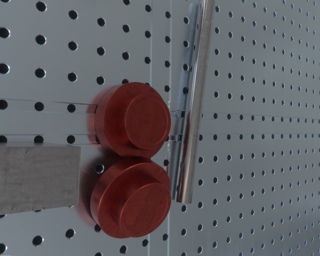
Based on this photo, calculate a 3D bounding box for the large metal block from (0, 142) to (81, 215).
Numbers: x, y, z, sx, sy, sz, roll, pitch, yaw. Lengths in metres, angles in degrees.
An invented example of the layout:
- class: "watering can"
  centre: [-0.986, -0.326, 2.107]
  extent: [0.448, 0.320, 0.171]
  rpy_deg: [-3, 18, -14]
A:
- class: "large metal block"
  centre: [-0.125, 0.039, 0.269]
  extent: [0.081, 0.080, 0.050]
  rpy_deg: [3, 88, -40]

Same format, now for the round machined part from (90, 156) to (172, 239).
- class: "round machined part"
  centre: [-0.026, 0.086, 0.358]
  extent: [0.099, 0.042, 0.097]
  rpy_deg: [-16, 117, -33]

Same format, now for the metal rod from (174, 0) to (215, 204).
- class: "metal rod"
  centre: [0.051, -0.043, 0.452]
  extent: [0.025, 0.025, 0.298]
  rpy_deg: [13, 82, -39]

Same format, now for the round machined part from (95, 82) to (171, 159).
- class: "round machined part"
  centre: [-0.025, -0.007, 0.377]
  extent: [0.099, 0.042, 0.097]
  rpy_deg: [0, 90, -40]
